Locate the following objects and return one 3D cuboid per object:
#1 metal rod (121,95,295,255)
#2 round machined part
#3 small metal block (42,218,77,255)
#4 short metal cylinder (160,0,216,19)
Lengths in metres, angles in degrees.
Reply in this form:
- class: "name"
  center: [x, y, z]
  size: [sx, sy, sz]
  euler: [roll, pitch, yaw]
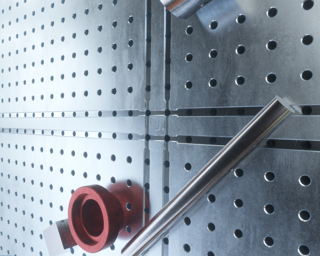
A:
- class: "metal rod"
  center: [0.039, 0.078, 0.375]
  size: [0.298, 0.025, 0.025]
  euler: [-51, 61, 27]
- class: "round machined part"
  center: [-0.094, 0.135, 0.474]
  size: [0.098, 0.042, 0.097]
  euler: [0, 90, 39]
- class: "small metal block"
  center: [-0.181, 0.198, 0.555]
  size: [0.050, 0.025, 0.050]
  euler: [-38, 67, 33]
- class: "short metal cylinder"
  center: [0.030, -0.171, 0.347]
  size: [0.050, 0.081, 0.080]
  euler: [-23, 76, 37]
